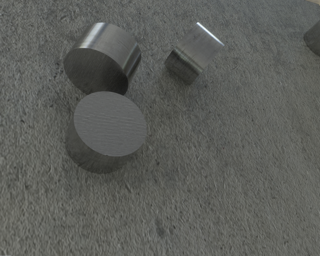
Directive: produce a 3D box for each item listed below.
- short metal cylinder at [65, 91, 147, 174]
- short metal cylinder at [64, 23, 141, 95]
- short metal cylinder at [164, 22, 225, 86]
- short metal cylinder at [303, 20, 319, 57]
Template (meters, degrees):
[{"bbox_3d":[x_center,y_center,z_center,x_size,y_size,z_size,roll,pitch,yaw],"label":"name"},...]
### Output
[{"bbox_3d":[-0.062,0.006,0.351,0.081,0.050,0.080,14,56,-21],"label":"short metal cylinder"},{"bbox_3d":[-0.069,-0.080,0.380,0.080,0.080,0.050,27,52,-11],"label":"short metal cylinder"},{"bbox_3d":[0.051,-0.109,0.463,0.050,0.080,0.080,41,51,-1],"label":"short metal cylinder"},{"bbox_3d":[0.386,-0.211,0.724,0.081,0.050,0.080,14,56,-21],"label":"short metal cylinder"}]
